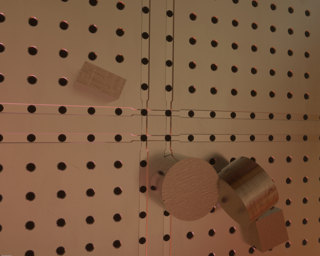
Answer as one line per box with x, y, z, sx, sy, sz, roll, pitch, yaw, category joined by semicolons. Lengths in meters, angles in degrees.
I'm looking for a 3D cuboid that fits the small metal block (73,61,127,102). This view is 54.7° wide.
-0.073;-0.054;0.372;0.050;0.050;0.025;23;83;-19;small metal block

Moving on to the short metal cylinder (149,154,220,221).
0.031;0.077;0.411;0.081;0.050;0.079;0;90;-20;short metal cylinder

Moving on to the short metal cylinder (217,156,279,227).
0.113;0.086;0.425;0.050;0.080;0.080;-31;100;-17;short metal cylinder

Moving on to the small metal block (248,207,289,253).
0.164;0.153;0.473;0.050;0.025;0.050;-16;96;-19;small metal block
